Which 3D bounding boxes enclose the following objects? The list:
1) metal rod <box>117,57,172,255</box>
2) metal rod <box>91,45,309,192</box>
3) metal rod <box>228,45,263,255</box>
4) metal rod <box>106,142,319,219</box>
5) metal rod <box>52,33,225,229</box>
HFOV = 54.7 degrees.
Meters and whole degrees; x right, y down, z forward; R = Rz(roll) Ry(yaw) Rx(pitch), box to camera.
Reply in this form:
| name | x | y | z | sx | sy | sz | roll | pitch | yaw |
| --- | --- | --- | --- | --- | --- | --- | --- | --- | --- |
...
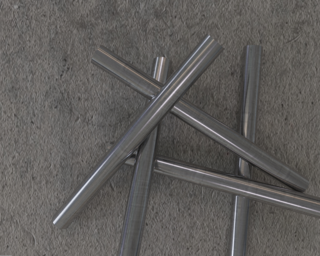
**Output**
| name | x | y | z | sx | sy | sz | roll | pitch | yaw |
| --- | --- | --- | --- | --- | --- | --- | --- | --- | --- |
| metal rod | -0.021 | 0.054 | 0.372 | 0.025 | 0.025 | 0.299 | 10 | 75 | 0 |
| metal rod | 0.053 | -0.007 | 0.377 | 0.301 | 0.025 | 0.025 | 32 | 90 | -5 |
| metal rod | 0.112 | 0.042 | 0.410 | 0.025 | 0.025 | 0.298 | 4 | 90 | 0 |
| metal rod | 0.078 | 0.067 | 0.389 | 0.301 | 0.025 | 0.025 | 14 | 90 | 8 |
| metal rod | -0.037 | 0.016 | 0.366 | 0.025 | 0.025 | 0.299 | 41 | 107 | 0 |
